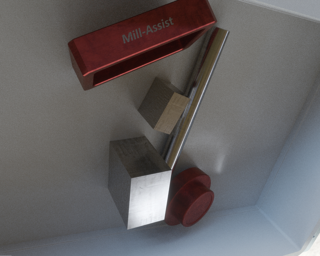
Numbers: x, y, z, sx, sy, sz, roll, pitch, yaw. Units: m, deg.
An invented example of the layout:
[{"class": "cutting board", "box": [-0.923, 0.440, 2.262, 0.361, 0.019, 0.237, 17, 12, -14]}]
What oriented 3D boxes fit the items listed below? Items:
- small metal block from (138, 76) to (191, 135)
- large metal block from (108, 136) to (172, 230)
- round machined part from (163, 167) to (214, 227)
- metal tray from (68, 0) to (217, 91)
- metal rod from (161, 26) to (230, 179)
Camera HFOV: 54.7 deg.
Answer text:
[{"class": "small metal block", "box": [0.003, -0.028, 0.379, 0.025, 0.050, 0.050, 19, 109, -36]}, {"class": "large metal block", "box": [-0.030, 0.068, 0.400, 0.050, 0.080, 0.079, -8, 122, -25]}, {"class": "round machined part", "box": [0.046, 0.113, 0.478, 0.099, 0.042, 0.097, -28, 137, -30]}, {"class": "metal tray", "box": [-0.020, -0.081, 0.305, 0.131, 0.090, 0.030, -25, 94, -13]}, {"class": "metal rod", "box": [0.026, 0.009, 0.430, 0.025, 0.025, 0.298, 6, 116, -31]}]
